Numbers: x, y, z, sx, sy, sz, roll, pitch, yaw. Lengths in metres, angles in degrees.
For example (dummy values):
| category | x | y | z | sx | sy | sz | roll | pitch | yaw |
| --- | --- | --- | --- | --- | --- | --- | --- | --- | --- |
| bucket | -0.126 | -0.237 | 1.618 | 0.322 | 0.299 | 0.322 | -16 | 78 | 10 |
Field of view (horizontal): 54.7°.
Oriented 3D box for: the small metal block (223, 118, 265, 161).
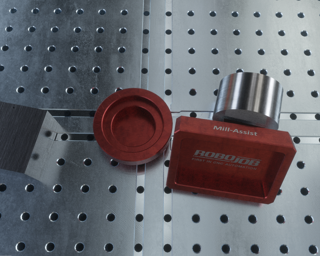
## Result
| category | x | y | z | sx | sy | sz | roll | pitch | yaw |
| --- | --- | --- | --- | --- | --- | --- | --- | --- | --- |
| small metal block | 0.098 | 0.019 | 0.390 | 0.050 | 0.050 | 0.025 | 14 | 50 | 4 |

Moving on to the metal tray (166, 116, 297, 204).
| category | x | y | z | sx | sy | sz | roll | pitch | yaw |
| --- | --- | --- | --- | --- | --- | --- | --- | --- | --- |
| metal tray | 0.078 | 0.039 | 0.363 | 0.131 | 0.089 | 0.030 | 9 | 35 | 3 |

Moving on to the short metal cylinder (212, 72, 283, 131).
| category | x | y | z | sx | sy | sz | roll | pitch | yaw |
| --- | --- | --- | --- | --- | --- | --- | --- | --- | --- |
| short metal cylinder | 0.111 | -0.028 | 0.394 | 0.080 | 0.080 | 0.050 | 13 | 71 | 4 |

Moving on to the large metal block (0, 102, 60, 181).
| category | x | y | z | sx | sy | sz | roll | pitch | yaw |
| --- | --- | --- | --- | --- | --- | --- | --- | --- | --- |
| large metal block | -0.185 | 0.016 | 0.390 | 0.080 | 0.050 | 0.080 | 11 | 70 | 3 |

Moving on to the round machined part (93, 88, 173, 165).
| category | x | y | z | sx | sy | sz | roll | pitch | yaw |
| --- | --- | --- | --- | --- | --- | --- | --- | --- | --- |
| round machined part | -0.034 | 0.001 | 0.402 | 0.099 | 0.042 | 0.098 | 0 | 70 | -1 |
